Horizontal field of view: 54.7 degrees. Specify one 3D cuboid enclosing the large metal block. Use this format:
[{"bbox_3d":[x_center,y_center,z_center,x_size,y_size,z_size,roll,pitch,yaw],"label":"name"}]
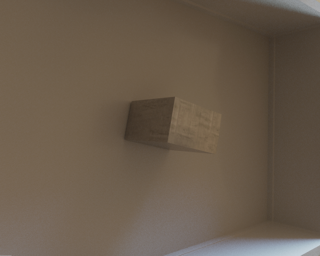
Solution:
[{"bbox_3d":[0.016,-0.001,0.383,0.081,0.080,0.050,16,80,-39],"label":"large metal block"}]
